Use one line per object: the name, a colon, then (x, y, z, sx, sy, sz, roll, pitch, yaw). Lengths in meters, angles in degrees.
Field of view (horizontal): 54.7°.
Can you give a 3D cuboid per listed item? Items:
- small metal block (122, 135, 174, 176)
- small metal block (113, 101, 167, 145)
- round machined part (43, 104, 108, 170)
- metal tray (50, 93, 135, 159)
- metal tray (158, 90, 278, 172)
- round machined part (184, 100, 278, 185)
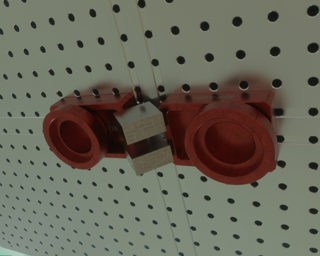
small metal block: (-0.017, 0.032, 0.404, 0.050, 0.050, 0.025, -135, 28, -61)
small metal block: (-0.026, -0.008, 0.386, 0.050, 0.050, 0.025, -135, 28, -61)
round machined part: (-0.117, 0.009, 0.451, 0.098, 0.042, 0.097, 13, 124, 21)
metal tray: (-0.090, -0.001, 0.456, 0.130, 0.030, 0.089, -1, 120, 28)
metal tray: (0.070, 0.004, 0.374, 0.130, 0.030, 0.089, 1, 119, 27)
round machined part: (0.081, 0.013, 0.349, 0.098, 0.042, 0.097, 13, 124, 21)
